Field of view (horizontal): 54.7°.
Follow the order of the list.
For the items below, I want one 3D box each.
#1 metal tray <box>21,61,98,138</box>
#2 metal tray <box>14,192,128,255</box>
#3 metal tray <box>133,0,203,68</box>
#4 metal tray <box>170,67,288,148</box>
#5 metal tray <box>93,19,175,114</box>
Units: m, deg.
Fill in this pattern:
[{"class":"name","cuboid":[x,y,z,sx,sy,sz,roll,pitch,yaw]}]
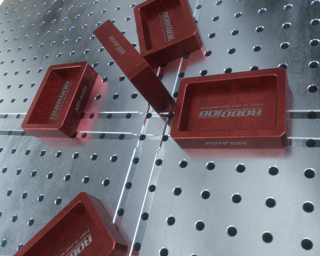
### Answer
[{"class":"metal tray","cuboid":[-0.167,-0.049,0.519,0.090,0.030,0.130,0,62,28]},{"class":"metal tray","cuboid":[-0.112,0.153,0.368,0.130,0.030,0.090,-43,51,-2]},{"class":"metal tray","cuboid":[0.009,-0.165,0.500,0.090,0.030,0.130,-21,54,15]},{"class":"metal tray","cuboid":[0.083,-0.022,0.373,0.130,0.030,0.090,-2,61,26]},{"class":"metal tray","cuboid":[-0.038,-0.087,0.438,0.030,0.090,0.130,-39,51,2]}]
